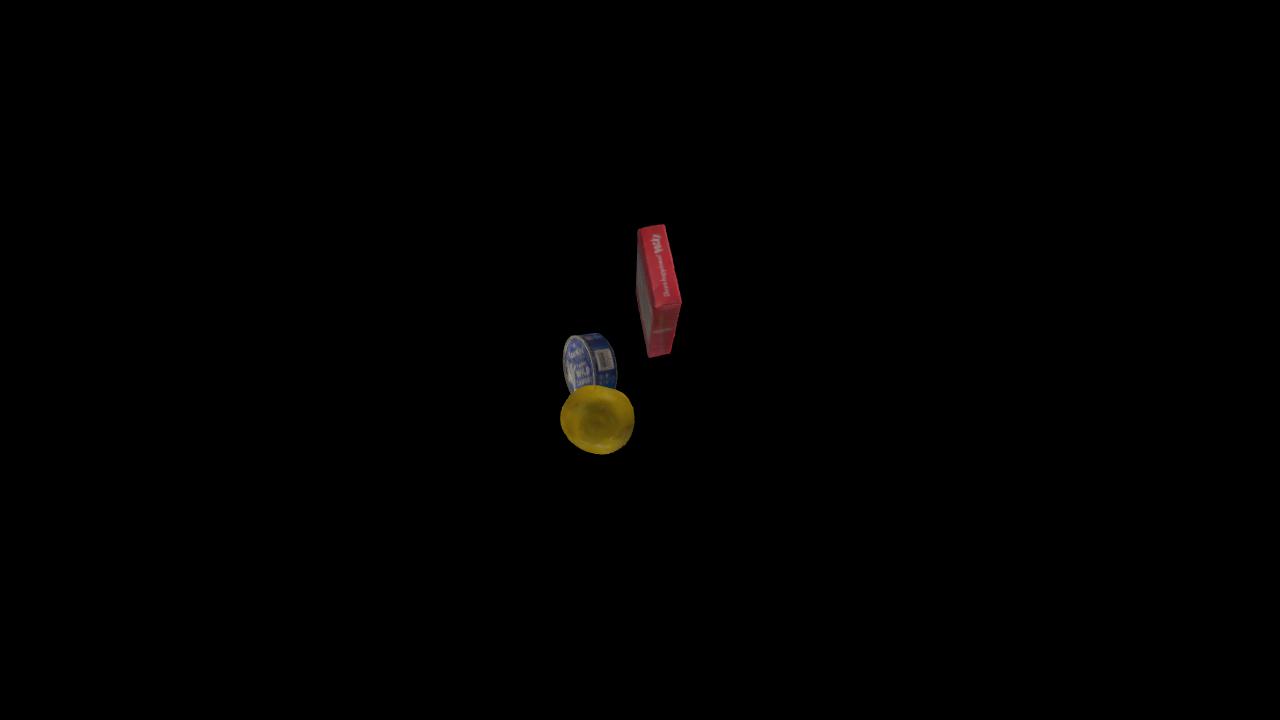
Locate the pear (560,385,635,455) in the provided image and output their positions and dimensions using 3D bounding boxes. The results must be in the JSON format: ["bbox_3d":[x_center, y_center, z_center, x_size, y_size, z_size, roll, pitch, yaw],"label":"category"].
[{"bbox_3d":[-0.044,0.062,0.684,0.080,0.080,0.111,0,5,3],"label":"pear"}]

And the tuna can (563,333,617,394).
[{"bbox_3d":[-0.061,0.009,0.742,0.034,0.084,0.084,-10,5,-31],"label":"tuna can"}]

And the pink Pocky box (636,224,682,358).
[{"bbox_3d":[0.017,-0.065,0.637,0.029,0.084,0.155,-10,-17,-4],"label":"pink Pocky box"}]
